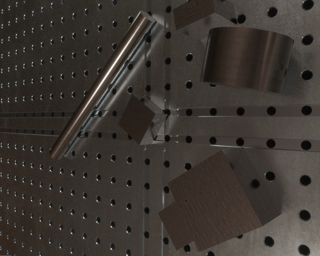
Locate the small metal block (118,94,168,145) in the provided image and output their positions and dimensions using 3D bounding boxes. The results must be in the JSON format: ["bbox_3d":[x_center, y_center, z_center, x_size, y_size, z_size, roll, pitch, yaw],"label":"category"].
[{"bbox_3d":[-0.025,-0.012,0.428,0.050,0.025,0.050,42,115,31],"label":"small metal block"}]

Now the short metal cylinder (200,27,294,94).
[{"bbox_3d":[0.083,-0.064,0.304,0.080,0.081,0.050,16,100,38],"label":"short metal cylinder"}]

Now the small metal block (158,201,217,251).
[{"bbox_3d":[0.033,0.114,0.381,0.050,0.025,0.050,-43,64,31],"label":"small metal block"}]

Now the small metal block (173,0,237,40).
[{"bbox_3d":[0.051,-0.125,0.349,0.050,0.050,0.025,-13,82,39],"label":"small metal block"}]

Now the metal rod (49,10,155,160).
[{"bbox_3d":[-0.103,-0.052,0.491,0.299,0.025,0.025,-49,61,28],"label":"metal rod"}]

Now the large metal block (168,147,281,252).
[{"bbox_3d":[0.067,0.076,0.336,0.080,0.050,0.080,-38,67,33],"label":"large metal block"}]
